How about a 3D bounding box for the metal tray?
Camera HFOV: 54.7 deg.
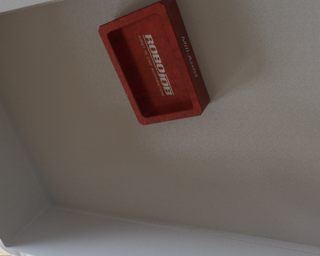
[{"bbox_3d":[-0.005,-0.071,0.362,0.090,0.030,0.129,-10,114,32],"label":"metal tray"}]
